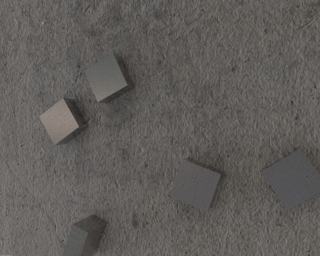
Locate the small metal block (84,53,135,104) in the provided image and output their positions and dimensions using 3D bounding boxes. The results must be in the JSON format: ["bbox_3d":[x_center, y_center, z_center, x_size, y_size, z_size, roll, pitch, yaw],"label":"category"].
[{"bbox_3d":[-0.070,-0.069,0.434,0.050,0.025,0.050,-27,81,18],"label":"small metal block"}]

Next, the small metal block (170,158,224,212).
[{"bbox_3d":[0.047,0.071,0.392,0.050,0.025,0.050,21,97,18],"label":"small metal block"}]

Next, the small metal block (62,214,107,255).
[{"bbox_3d":[-0.104,0.155,0.432,0.025,0.050,0.050,22,97,19],"label":"small metal block"}]

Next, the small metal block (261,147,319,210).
[{"bbox_3d":[0.153,0.057,0.355,0.050,0.025,0.050,-36,79,16],"label":"small metal block"}]

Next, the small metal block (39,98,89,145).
[{"bbox_3d":[-0.142,-0.009,0.459,0.050,0.025,0.050,-35,79,16],"label":"small metal block"}]
